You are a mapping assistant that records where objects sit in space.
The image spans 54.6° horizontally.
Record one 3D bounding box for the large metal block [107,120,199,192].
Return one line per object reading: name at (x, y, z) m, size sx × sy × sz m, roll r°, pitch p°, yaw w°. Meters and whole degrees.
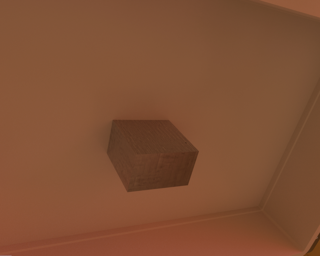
large metal block at (-0.012, 0.030, 0.385) m, size 0.081 × 0.080 × 0.050 m, roll 0°, pitch 119°, yaw -28°
